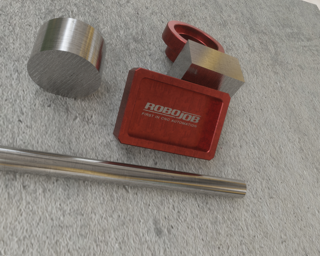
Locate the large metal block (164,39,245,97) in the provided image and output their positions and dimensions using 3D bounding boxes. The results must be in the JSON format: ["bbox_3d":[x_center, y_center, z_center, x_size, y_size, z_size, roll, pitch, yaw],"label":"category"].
[{"bbox_3d":[0.058,-0.066,0.438,0.081,0.080,0.050,15,48,-20],"label":"large metal block"}]

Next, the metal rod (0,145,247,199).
[{"bbox_3d":[-0.029,0.054,0.355,0.302,0.025,0.025,11,57,-23],"label":"metal rod"}]

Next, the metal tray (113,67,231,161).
[{"bbox_3d":[0.016,-0.015,0.388,0.131,0.030,0.089,13,95,-22],"label":"metal tray"}]

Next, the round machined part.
[{"bbox_3d":[0.047,-0.123,0.483,0.099,0.042,0.098,20,35,-14],"label":"round machined part"}]

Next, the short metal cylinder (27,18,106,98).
[{"bbox_3d":[-0.106,-0.079,0.361,0.081,0.080,0.050,15,56,-20],"label":"short metal cylinder"}]
